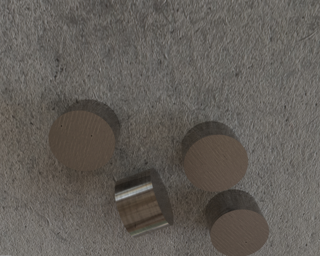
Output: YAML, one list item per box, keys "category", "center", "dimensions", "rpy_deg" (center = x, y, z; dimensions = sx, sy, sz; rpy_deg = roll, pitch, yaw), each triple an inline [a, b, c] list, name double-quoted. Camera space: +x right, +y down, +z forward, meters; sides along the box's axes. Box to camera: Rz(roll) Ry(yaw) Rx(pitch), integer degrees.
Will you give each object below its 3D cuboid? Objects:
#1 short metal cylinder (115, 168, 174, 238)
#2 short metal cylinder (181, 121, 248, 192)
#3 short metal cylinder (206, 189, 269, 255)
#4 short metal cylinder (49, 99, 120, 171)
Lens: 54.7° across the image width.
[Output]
- category: "short metal cylinder"
  center: [-0.020, 0.100, 0.417]
  dimensions: [0.050, 0.080, 0.080]
  rpy_deg: [-22, 109, 8]
- category: "short metal cylinder"
  center: [0.070, 0.037, 0.410]
  dimensions: [0.081, 0.050, 0.079]
  rpy_deg: [0, 110, 0]
- category: "short metal cylinder"
  center: [0.109, 0.137, 0.448]
  dimensions: [0.081, 0.050, 0.079]
  rpy_deg: [0, 110, 0]
- category: "short metal cylinder"
  center: [-0.094, 0.008, 0.398]
  dimensions: [0.081, 0.050, 0.079]
  rpy_deg: [0, 110, 0]
